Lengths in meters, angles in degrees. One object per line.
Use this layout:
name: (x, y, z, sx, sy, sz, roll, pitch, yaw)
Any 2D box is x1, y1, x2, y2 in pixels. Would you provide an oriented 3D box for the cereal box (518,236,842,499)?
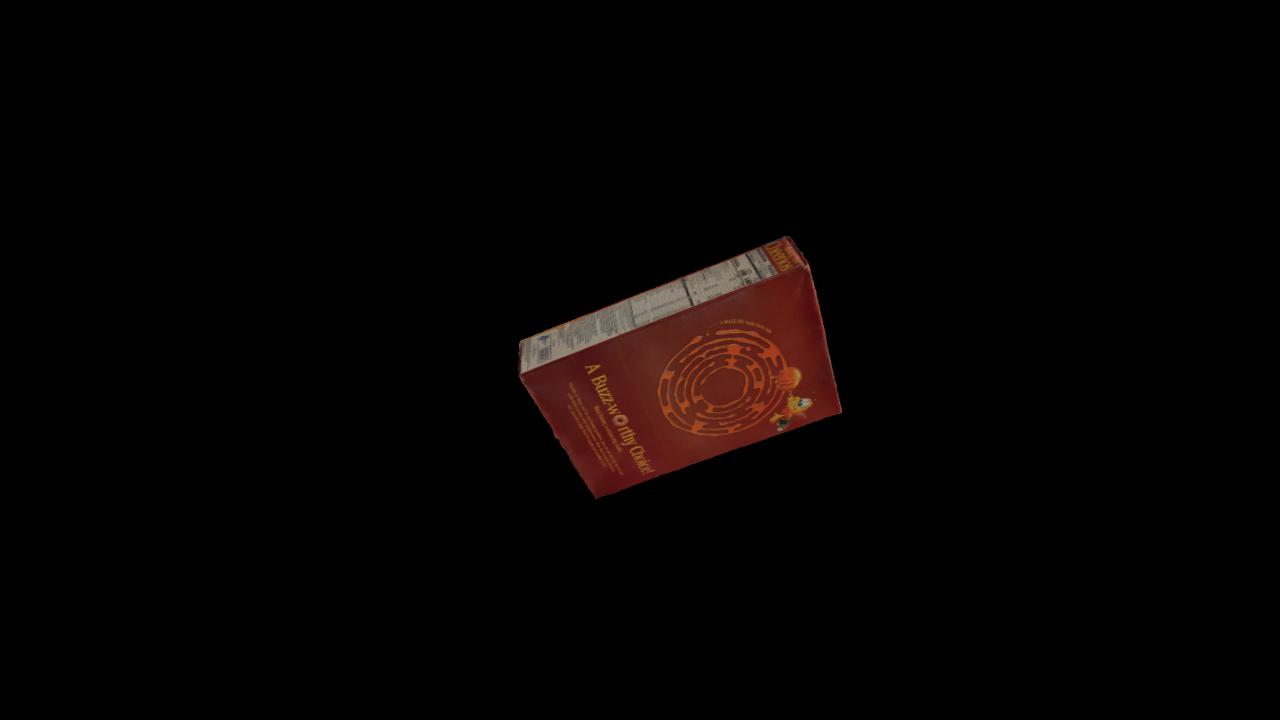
cereal box: (0.050, 0.018, 0.670, 0.306, 0.203, 0.081, -22, 35, 6)
